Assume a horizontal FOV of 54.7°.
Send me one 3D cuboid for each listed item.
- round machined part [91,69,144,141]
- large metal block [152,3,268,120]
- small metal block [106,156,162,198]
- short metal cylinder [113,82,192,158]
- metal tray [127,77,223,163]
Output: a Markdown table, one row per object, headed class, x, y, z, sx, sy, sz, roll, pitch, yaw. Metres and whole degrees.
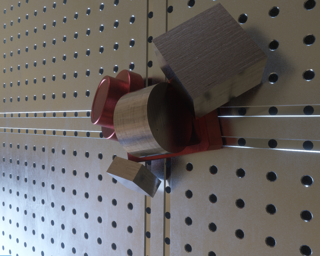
| class | x | y | z | sx | sy | sz | roll | pitch | yaw |
| --- | --- | --- | --- | --- | --- | --- | --- | --- | --- |
| round machined part | -0.063 | -0.033 | 0.420 | 0.098 | 0.042 | 0.098 | -40 | 42 | 50 |
| large metal block | 0.049 | -0.068 | 0.322 | 0.080 | 0.050 | 0.080 | -30 | 67 | -3 |
| small metal block | -0.034 | 0.065 | 0.414 | 0.050 | 0.050 | 0.025 | 10 | 63 | 40 |
| short metal cylinder | -0.006 | -0.008 | 0.358 | 0.050 | 0.081 | 0.080 | -11 | 83 | 39 |
| metal tray | 0.009 | -0.007 | 0.395 | 0.130 | 0.030 | 0.090 | -14 | 81 | 39 |
